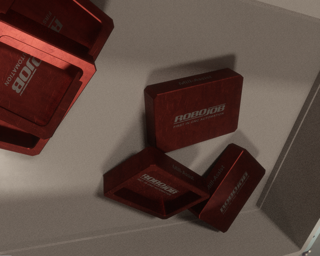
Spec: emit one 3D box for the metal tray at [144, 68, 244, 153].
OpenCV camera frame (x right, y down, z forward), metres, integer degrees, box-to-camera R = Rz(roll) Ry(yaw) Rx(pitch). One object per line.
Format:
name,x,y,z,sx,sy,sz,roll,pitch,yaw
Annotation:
metal tray,0.047,-0.024,0.418,0.131,0.030,0.089,-16,125,-20

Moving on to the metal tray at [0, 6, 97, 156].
metal tray,-0.132,-0.035,0.292,0.091,0.030,0.129,22,121,-37

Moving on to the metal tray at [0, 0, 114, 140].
metal tray,-0.110,-0.066,0.273,0.090,0.030,0.130,33,79,-36

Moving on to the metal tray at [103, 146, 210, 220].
metal tray,-0.003,0.083,0.435,0.090,0.030,0.130,-34,134,24

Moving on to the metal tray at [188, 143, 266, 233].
metal tray,0.113,0.101,0.515,0.090,0.030,0.130,40,83,-39
